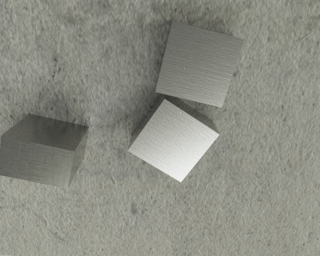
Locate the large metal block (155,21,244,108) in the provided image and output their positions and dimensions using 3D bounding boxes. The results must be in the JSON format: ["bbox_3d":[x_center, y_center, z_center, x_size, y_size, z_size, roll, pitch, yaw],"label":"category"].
[{"bbox_3d":[0.043,-0.077,0.369,0.081,0.050,0.079,13,110,-5],"label":"large metal block"}]

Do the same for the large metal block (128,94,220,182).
[{"bbox_3d":[0.016,0.009,0.400,0.080,0.050,0.080,32,107,-12],"label":"large metal block"}]

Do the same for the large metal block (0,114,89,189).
[{"bbox_3d":[-0.141,0.026,0.388,0.081,0.080,0.050,13,110,-5],"label":"large metal block"}]
